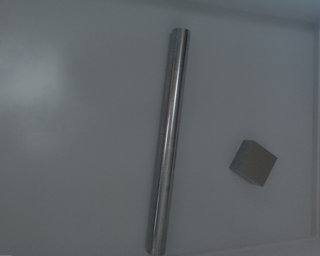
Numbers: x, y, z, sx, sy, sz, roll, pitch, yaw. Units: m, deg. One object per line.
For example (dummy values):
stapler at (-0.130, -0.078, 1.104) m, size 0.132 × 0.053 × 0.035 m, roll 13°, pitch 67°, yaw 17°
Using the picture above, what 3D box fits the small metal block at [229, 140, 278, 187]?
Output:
small metal block at (0.140, 0.053, 0.464) m, size 0.050 × 0.025 × 0.050 m, roll 34°, pitch 79°, yaw -17°

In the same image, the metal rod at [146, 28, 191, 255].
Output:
metal rod at (0.012, 0.016, 0.416) m, size 0.025 × 0.025 × 0.298 m, roll 8°, pitch 87°, yaw -20°
